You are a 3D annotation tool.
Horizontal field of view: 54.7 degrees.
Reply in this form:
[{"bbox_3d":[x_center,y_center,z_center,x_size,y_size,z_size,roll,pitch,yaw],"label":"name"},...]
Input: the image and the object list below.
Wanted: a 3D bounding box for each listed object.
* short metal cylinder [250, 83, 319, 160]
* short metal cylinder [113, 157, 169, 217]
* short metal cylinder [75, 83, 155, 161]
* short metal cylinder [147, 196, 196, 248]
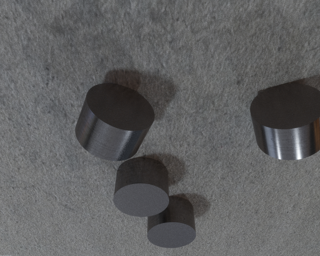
[{"bbox_3d":[0.152,-0.009,0.366,0.080,0.080,0.050,-15,129,12],"label":"short metal cylinder"},{"bbox_3d":[-0.027,0.090,0.467,0.081,0.050,0.079,0,130,0],"label":"short metal cylinder"},{"bbox_3d":[-0.053,-0.008,0.364,0.081,0.080,0.050,18,128,-15],"label":"short metal cylinder"},{"bbox_3d":[0.019,0.161,0.529,0.081,0.050,0.079,0,130,0],"label":"short metal cylinder"}]
